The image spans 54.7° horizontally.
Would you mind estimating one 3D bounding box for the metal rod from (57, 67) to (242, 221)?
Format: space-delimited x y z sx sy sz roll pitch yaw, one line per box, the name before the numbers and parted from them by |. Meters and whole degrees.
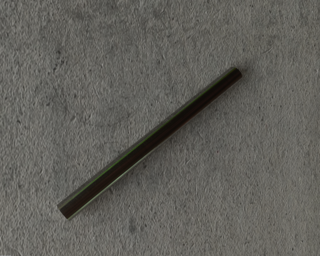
metal rod | -0.002 0.011 0.411 0.301 0.025 0.025 -39 103 -16
